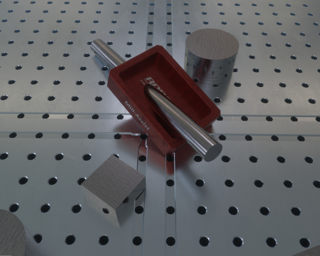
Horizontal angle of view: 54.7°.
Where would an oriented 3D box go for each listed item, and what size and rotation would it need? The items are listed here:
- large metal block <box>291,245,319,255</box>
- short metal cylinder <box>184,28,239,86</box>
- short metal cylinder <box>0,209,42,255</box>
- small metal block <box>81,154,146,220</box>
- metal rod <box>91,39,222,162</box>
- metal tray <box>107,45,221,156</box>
[{"bbox_3d":[0.116,0.158,0.260,0.081,0.050,0.080,-14,52,-12],"label":"large metal block"},{"bbox_3d":[0.079,-0.112,0.486,0.081,0.050,0.080,0,50,0],"label":"short metal cylinder"},{"bbox_3d":[-0.158,0.123,0.287,0.081,0.050,0.080,0,50,0],"label":"short metal cylinder"},{"bbox_3d":[-0.051,0.066,0.352,0.050,0.025,0.050,30,56,22],"label":"small metal block"},{"bbox_3d":[-0.024,-0.056,0.429,0.025,0.025,0.300,-27,48,-21],"label":"metal rod"},{"bbox_3d":[0.005,-0.039,0.408,0.091,0.030,0.130,-35,79,-26],"label":"metal tray"}]
